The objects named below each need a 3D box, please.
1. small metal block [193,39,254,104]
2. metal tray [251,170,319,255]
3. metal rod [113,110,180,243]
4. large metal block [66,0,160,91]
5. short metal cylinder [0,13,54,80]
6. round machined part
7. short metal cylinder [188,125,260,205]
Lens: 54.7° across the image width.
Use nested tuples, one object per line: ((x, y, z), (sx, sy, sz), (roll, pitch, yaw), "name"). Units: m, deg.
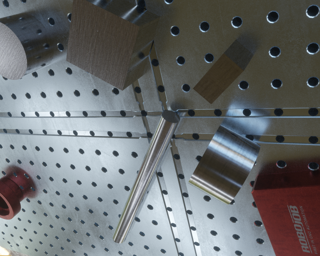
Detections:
((0.067, -0.059, 0.323), (0.025, 0.050, 0.050), (41, 129, 0), "small metal block")
((0.179, 0.116, 0.385), (0.090, 0.030, 0.129), (-12, 112, 33), "metal tray")
((-0.031, 0.094, 0.485), (0.025, 0.025, 0.298), (30, 128, 9), "metal rod")
((-0.056, -0.103, 0.361), (0.080, 0.050, 0.079), (29, 128, 10), "large metal block")
((-0.197, -0.113, 0.429), (0.080, 0.050, 0.079), (13, 124, 21), "short metal cylinder")
((-0.339, 0.147, 0.670), (0.098, 0.042, 0.097), (13, 124, 21), "round machined part")
((0.074, 0.042, 0.363), (0.050, 0.080, 0.079), (29, 128, 10), "short metal cylinder")
